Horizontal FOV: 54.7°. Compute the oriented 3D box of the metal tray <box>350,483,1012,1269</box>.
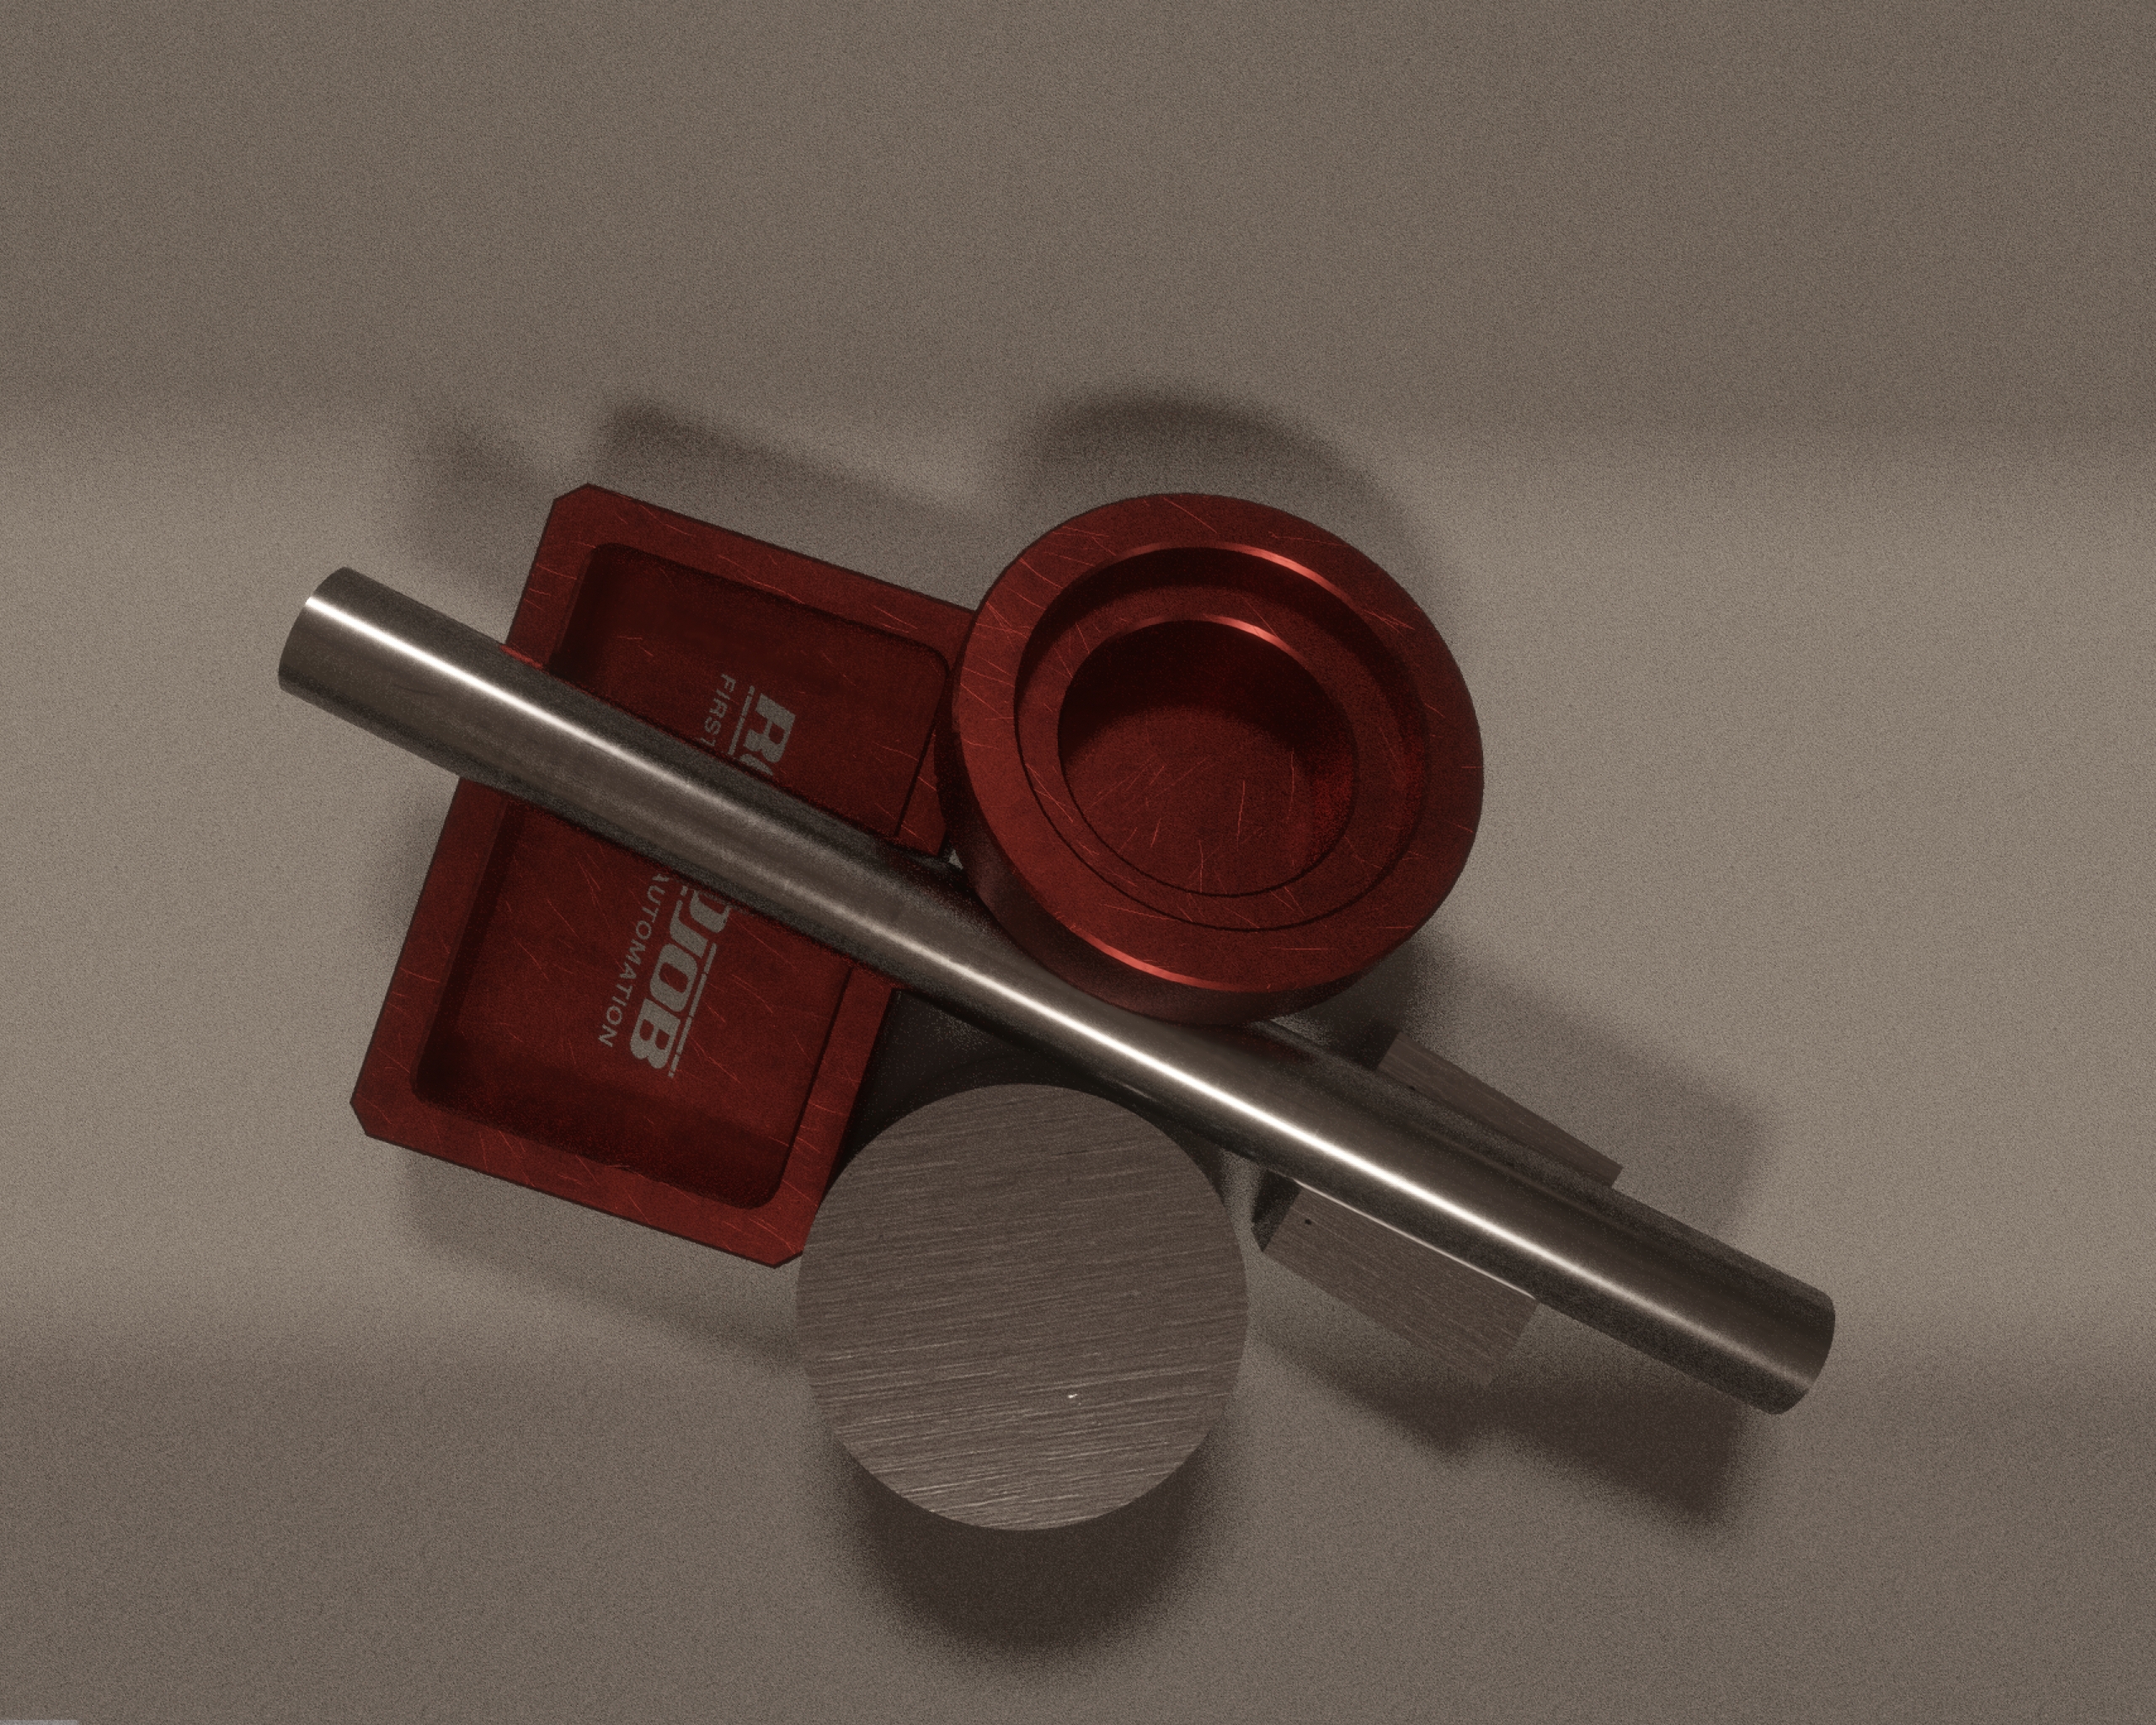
[{"bbox_3d":[-0.074,0.002,0.405,0.090,0.030,0.129,19,90,-1],"label":"metal tray"}]

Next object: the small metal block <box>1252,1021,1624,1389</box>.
[{"bbox_3d":[0.070,0.066,0.411,0.050,0.025,0.050,32,90,-1],"label":"small metal block"}]

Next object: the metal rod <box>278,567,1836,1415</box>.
[{"bbox_3d":[-0.001,0.025,0.381,0.301,0.025,0.025,26,90,-3],"label":"metal rod"}]

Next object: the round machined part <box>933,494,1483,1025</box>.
[{"bbox_3d":[0.022,-0.016,0.389,0.099,0.042,0.098,5,67,-12],"label":"round machined part"}]

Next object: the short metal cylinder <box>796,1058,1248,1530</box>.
[{"bbox_3d":[-0.010,0.079,0.397,0.081,0.050,0.079,0,90,-1],"label":"short metal cylinder"}]
